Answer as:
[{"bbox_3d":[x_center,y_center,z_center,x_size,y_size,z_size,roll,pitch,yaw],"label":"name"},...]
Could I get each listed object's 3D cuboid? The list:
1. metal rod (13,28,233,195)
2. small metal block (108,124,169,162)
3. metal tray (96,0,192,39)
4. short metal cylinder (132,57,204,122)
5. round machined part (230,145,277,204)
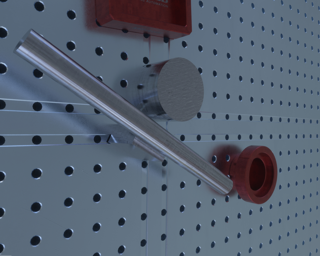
[{"bbox_3d":[-0.012,0.004,0.335,0.301,0.025,0.025,37,67,-34],"label":"metal rod"},{"bbox_3d":[-0.025,0.018,0.374,0.050,0.050,0.025,35,69,-35],"label":"small metal block"},{"bbox_3d":[-0.017,-0.169,0.393,0.131,0.030,0.089,-4,93,-40],"label":"metal tray"},{"bbox_3d":[0.011,-0.048,0.404,0.081,0.050,0.079,0,90,-40],"label":"short metal cylinder"},{"bbox_3d":[0.158,0.078,0.534,0.099,0.042,0.097,0,90,-40],"label":"round machined part"}]
